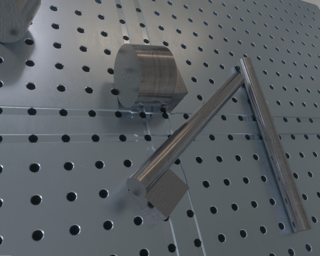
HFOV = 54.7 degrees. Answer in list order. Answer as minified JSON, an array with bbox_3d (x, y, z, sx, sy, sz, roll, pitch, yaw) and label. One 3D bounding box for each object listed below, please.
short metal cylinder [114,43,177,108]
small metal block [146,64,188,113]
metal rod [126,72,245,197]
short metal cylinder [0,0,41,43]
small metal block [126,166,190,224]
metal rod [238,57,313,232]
[{"bbox_3d":[-0.021,-0.067,0.402,0.050,0.080,0.080,-5,64,-31],"label":"short metal cylinder"},{"bbox_3d":[0.008,-0.056,0.431,0.025,0.050,0.050,-7,65,-31],"label":"small metal block"},{"bbox_3d":[0.054,-0.011,0.424,0.025,0.025,0.302,45,45,3],"label":"metal rod"},{"bbox_3d":[-0.188,-0.148,0.362,0.080,0.080,0.050,19,54,-17],"label":"short metal cylinder"},{"bbox_3d":[-0.002,0.073,0.362,0.050,0.025,0.050,43,51,1],"label":"small metal block"},{"bbox_3d":[0.176,0.010,0.496,0.025,0.025,0.299,5,60,-26],"label":"metal rod"}]
